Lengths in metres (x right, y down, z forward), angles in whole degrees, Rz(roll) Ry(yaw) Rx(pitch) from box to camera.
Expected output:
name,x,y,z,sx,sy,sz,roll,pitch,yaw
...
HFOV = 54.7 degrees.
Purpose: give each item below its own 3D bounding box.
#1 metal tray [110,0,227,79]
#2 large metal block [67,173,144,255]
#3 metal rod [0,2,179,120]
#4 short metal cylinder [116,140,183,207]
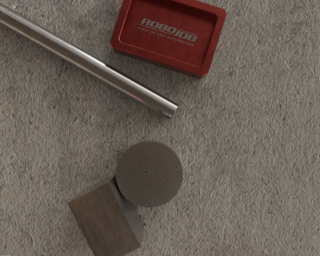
name,x,y,z,sx,sy,sz,roll,pitch,yaw
metal tray,0.011,-0.127,0.407,0.131,0.030,0.090,17,90,-1
large metal block,-0.062,0.107,0.382,0.050,0.080,0.080,-27,90,0
metal rod,-0.112,-0.095,0.408,0.301,0.025,0.025,30,90,-1
short metal cylinder,-0.013,0.056,0.397,0.081,0.050,0.079,0,90,-1
